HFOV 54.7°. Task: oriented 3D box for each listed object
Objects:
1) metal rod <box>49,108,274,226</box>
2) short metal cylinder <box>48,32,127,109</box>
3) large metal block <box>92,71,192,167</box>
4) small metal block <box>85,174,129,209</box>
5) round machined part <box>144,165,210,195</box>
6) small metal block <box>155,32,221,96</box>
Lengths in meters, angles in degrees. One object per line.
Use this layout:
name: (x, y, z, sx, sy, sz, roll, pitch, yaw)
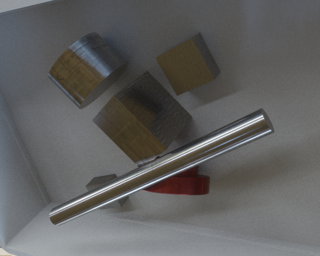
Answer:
metal rod: (-0.020, 0.056, 0.350, 0.300, 0.025, 0.025, -28, 103, 27)
short metal cylinder: (-0.085, -0.068, 0.374, 0.050, 0.080, 0.080, 46, 129, -4)
large metal block: (-0.019, -0.012, 0.374, 0.080, 0.080, 0.050, 46, 128, -4)
small metal block: (-0.088, 0.107, 0.520, 0.050, 0.025, 0.050, -15, 111, 34)
round machined part: (0.015, 0.059, 0.401, 0.098, 0.098, 0.042, 2, 84, 27)
small metal block: (0.032, -0.071, 0.347, 0.050, 0.025, 0.050, -21, 108, 35)
